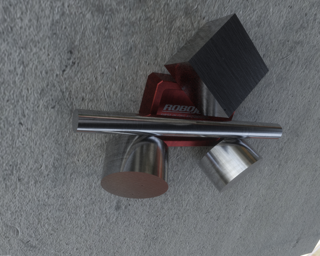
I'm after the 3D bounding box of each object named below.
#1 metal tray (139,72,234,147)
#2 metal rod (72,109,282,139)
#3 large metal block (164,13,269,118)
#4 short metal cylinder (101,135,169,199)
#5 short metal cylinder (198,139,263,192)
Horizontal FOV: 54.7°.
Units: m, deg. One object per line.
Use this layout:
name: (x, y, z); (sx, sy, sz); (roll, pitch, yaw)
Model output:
metal tray: (0.038, -0.021, 0.414); (0.131, 0.030, 0.089); (2, 118, -29)
metal rod: (0.044, -0.001, 0.393); (0.302, 0.025, 0.025); (3, 117, -30)
large metal block: (0.066, -0.069, 0.357); (0.080, 0.050, 0.080); (-48, 115, -16)
short metal cylinder: (-0.029, 0.049, 0.383); (0.080, 0.050, 0.080); (1, 146, 1)
short metal cylinder: (0.104, 0.052, 0.460); (0.080, 0.050, 0.080); (-32, 158, -15)
